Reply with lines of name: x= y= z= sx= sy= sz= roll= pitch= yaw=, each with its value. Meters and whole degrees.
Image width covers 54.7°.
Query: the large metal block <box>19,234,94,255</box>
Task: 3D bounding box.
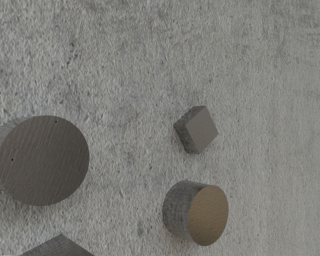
large metal block: x=-0.105 y=0.149 z=0.282 sx=0.081 sy=0.080 sz=0.050 roll=-20 pitch=103 yaw=-38

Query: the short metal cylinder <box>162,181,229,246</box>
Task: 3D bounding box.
short metal cylinder: x=0.050 y=0.116 z=0.430 sx=0.081 sy=0.050 sz=0.080 roll=0 pitch=90 yaw=-40

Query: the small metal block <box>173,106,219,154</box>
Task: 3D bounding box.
small metal block: x=0.053 y=0.002 z=0.449 sx=0.050 sy=0.025 sz=0.050 roll=-42 pitch=115 yaw=-32

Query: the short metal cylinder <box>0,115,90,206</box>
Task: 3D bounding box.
short metal cylinder: x=-0.115 y=0.028 z=0.292 sx=0.081 sy=0.050 sz=0.080 roll=0 pitch=90 yaw=-40
